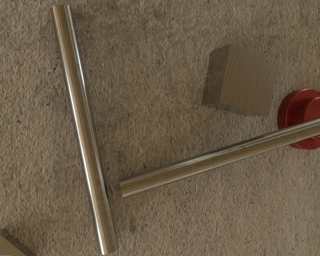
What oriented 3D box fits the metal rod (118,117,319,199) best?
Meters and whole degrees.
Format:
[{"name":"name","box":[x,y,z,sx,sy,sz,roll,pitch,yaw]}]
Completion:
[{"name":"metal rod","box":[0.093,0.037,0.421,0.302,0.025,0.025,-16,96,-11]}]

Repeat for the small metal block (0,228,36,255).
[{"name":"small metal block","box":[-0.176,0.150,0.344,0.050,0.025,0.050,-45,105,-15]}]

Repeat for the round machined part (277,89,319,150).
[{"name":"round machined part","box":[0.240,-0.014,0.491,0.099,0.042,0.097,0,90,-21]}]

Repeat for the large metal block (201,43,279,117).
[{"name":"large metal block","box":[0.112,-0.064,0.439,0.081,0.050,0.080,12,86,-20]}]

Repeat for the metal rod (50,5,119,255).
[{"name":"metal rod","box":[-0.090,0.005,0.376,0.025,0.025,0.298,-12,94,-20]}]
